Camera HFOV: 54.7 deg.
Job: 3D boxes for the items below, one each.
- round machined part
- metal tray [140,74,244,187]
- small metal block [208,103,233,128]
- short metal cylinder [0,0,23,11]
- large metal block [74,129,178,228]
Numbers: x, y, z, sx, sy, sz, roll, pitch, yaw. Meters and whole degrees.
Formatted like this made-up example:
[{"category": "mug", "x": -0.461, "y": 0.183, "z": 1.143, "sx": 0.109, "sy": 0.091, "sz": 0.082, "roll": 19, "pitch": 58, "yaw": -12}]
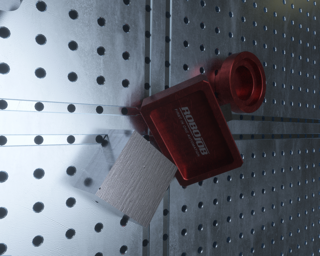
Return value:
[{"category": "round machined part", "x": 0.128, "y": -0.072, "z": 0.505, "sx": 0.099, "sy": 0.042, "sz": 0.097, "roll": 0, "pitch": 90, "yaw": -40}, {"category": "metal tray", "x": 0.043, "y": 0.007, "z": 0.404, "sx": 0.030, "sy": 0.090, "sz": 0.130, "roll": -85, "pitch": 150, "yaw": -65}, {"category": "small metal block", "x": 0.068, "y": -0.018, "z": 0.450, "sx": 0.050, "sy": 0.050, "sz": 0.025, "roll": -18, "pitch": 102, "yaw": -39}, {"category": "short metal cylinder", "x": -0.144, "y": -0.143, "z": 0.253, "sx": 0.080, "sy": 0.080, "sz": 0.050, "roll": 30, "pitch": 71, "yaw": -36}, {"category": "large metal block", "x": -0.037, "y": 0.057, "z": 0.362, "sx": 0.080, "sy": 0.050, "sz": 0.080, "roll": 44, "pitch": 64, "yaw": -31}]
